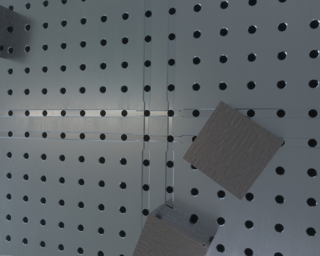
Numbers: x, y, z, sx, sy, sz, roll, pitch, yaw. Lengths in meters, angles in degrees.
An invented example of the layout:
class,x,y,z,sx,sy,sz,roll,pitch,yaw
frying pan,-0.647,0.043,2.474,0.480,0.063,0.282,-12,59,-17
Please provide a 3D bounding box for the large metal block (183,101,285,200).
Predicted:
class,x,y,z,sx,sy,sz,roll,pitch,yaw
large metal block,0.087,0.024,0.369,0.080,0.050,0.080,36,101,16

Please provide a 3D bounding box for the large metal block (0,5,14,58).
class,x,y,z,sx,sy,sz,roll,pitch,yaw
large metal block,-0.297,-0.166,0.505,0.080,0.050,0.080,17,96,19

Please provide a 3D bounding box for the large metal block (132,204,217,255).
class,x,y,z,sx,sy,sz,roll,pitch,yaw
large metal block,0.016,0.156,0.394,0.080,0.050,0.080,23,98,18
